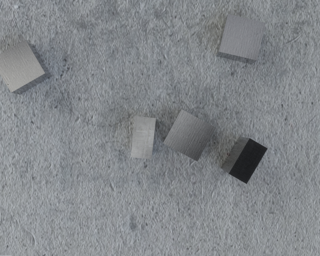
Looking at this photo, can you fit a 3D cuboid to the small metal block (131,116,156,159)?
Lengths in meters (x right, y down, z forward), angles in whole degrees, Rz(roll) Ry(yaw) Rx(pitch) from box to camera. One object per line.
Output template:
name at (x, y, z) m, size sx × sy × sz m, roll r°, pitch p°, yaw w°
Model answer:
small metal block at (-0.020, 0.011, 0.397) m, size 0.025 × 0.050 × 0.050 m, roll 6°, pitch 90°, yaw 0°

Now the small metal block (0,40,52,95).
small metal block at (-0.181, -0.079, 0.408) m, size 0.050 × 0.025 × 0.050 m, roll -30°, pitch 90°, yaw 0°

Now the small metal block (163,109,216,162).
small metal block at (0.038, 0.009, 0.410) m, size 0.050 × 0.025 × 0.050 m, roll 28°, pitch 90°, yaw 0°

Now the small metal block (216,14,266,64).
small metal block at (0.106, -0.117, 0.411) m, size 0.050 × 0.025 × 0.050 m, roll 13°, pitch 90°, yaw 0°

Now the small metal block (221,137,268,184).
small metal block at (0.106, 0.040, 0.398) m, size 0.025 × 0.050 × 0.050 m, roll 31°, pitch 90°, yaw 0°
